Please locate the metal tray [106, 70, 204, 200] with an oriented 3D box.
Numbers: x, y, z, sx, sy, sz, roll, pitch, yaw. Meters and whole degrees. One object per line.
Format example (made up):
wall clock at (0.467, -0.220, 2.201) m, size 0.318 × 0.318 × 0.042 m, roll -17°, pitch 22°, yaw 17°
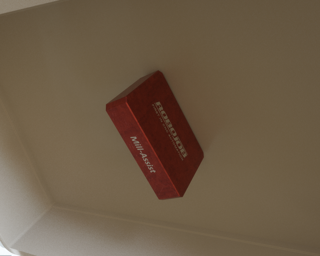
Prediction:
metal tray at (0.000, 0.007, 0.368) m, size 0.030 × 0.090 × 0.130 m, roll -17°, pitch 110°, yaw 34°
